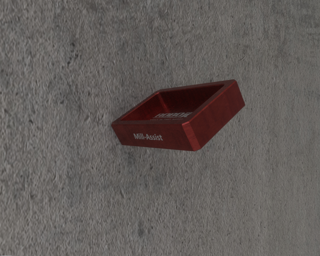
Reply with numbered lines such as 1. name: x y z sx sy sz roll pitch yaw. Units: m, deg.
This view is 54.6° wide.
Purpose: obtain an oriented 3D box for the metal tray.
1. metal tray: 0.016 -0.015 0.349 0.090 0.130 0.030 -39 114 -33
